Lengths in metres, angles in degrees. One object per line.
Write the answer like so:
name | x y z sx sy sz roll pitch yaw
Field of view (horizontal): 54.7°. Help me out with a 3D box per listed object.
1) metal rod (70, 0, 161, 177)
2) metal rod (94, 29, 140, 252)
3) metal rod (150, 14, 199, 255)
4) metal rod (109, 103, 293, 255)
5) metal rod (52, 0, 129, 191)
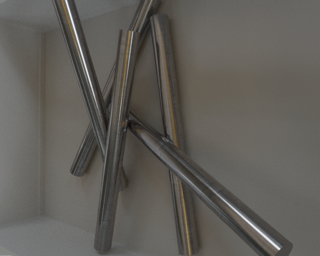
metal rod | -0.074 -0.050 0.465 0.025 0.025 0.298 41 114 32
metal rod | -0.059 0.026 0.407 0.025 0.025 0.298 20 107 38
metal rod | 0.017 0.003 0.390 0.025 0.025 0.298 -12 83 39
metal rod | 0.015 0.034 0.350 0.300 0.025 0.025 39 114 47
metal rod | -0.090 -0.049 0.402 0.025 0.025 0.298 5 118 39
